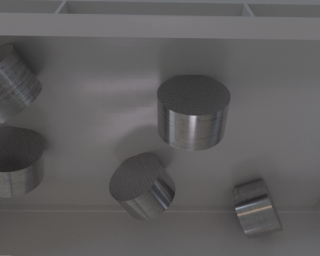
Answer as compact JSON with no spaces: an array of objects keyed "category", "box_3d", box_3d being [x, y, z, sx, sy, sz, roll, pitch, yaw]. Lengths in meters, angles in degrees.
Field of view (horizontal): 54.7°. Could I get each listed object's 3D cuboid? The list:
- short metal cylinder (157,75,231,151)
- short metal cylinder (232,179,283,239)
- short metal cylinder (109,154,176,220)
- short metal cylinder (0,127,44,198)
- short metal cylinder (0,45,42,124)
[{"category":"short metal cylinder","box_3d":[0.037,-0.019,0.357,0.081,0.080,0.050,0,130,0]},{"category":"short metal cylinder","box_3d":[0.151,0.125,0.481,0.050,0.080,0.080,-22,127,17]},{"category":"short metal cylinder","box_3d":[-0.025,0.083,0.444,0.080,0.080,0.050,-21,127,16]},{"category":"short metal cylinder","box_3d":[-0.196,0.044,0.408,0.081,0.080,0.050,10,129,-9]},{"category":"short metal cylinder","box_3d":[-0.177,-0.046,0.332,0.080,0.080,0.050,-17,128,14]}]
